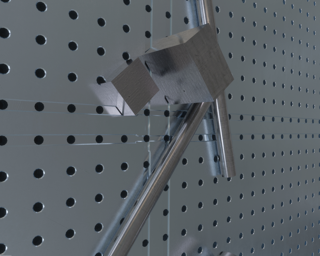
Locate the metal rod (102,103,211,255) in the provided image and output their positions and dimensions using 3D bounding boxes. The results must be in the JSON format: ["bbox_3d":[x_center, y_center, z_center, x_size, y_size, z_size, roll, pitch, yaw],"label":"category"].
[{"bbox_3d":[-0.005,0.072,0.404,0.025,0.025,0.300,46,62,-30],"label":"metal rod"}]

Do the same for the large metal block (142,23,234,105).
[{"bbox_3d":[0.036,-0.079,0.403,0.050,0.080,0.080,-46,118,-30],"label":"large metal block"}]

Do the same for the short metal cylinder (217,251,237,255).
[{"bbox_3d":[0.106,0.234,0.462,0.050,0.080,0.080,-38,113,-34],"label":"short metal cylinder"}]

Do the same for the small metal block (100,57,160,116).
[{"bbox_3d":[-0.036,-0.050,0.379,0.050,0.025,0.050,-49,119,-29],"label":"small metal block"}]

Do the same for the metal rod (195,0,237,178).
[{"bbox_3d":[0.087,-0.069,0.481,0.025,0.025,0.298,-16,101,-39],"label":"metal rod"}]
